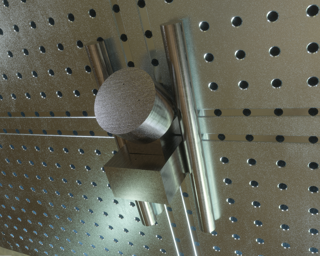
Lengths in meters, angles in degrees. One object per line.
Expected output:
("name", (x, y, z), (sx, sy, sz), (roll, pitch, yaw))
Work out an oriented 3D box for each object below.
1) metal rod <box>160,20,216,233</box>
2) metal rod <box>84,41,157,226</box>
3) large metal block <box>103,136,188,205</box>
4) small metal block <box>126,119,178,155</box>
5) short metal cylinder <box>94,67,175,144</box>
("metal rod", (0.042, 0.017, 0.400), (0.025, 0.025, 0.298), (2, 119, 27))
("metal rod", (-0.050, 0.024, 0.452), (0.025, 0.025, 0.298), (1, 119, 28))
("large metal block", (-0.013, 0.051, 0.411), (0.080, 0.080, 0.050), (1, 119, 28))
("small metal block", (-0.010, 0.010, 0.406), (0.050, 0.050, 0.025), (1, 119, 27))
("short metal cylinder", (-0.030, -0.025, 0.368), (0.080, 0.050, 0.080), (-8, 71, 25))
